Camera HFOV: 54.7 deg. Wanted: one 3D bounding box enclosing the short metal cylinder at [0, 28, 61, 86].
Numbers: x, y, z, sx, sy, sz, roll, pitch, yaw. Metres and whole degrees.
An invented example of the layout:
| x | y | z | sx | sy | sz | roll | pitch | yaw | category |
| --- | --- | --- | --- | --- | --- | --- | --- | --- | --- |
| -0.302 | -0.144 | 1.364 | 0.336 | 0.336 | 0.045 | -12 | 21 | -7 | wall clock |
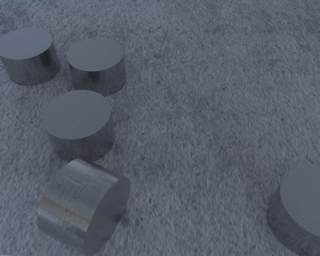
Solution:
| x | y | z | sx | sy | sz | roll | pitch | yaw | category |
| --- | --- | --- | --- | --- | --- | --- | --- | --- | --- |
| -0.201 | -0.110 | 0.477 | 0.081 | 0.050 | 0.080 | 0 | 50 | 0 | short metal cylinder |

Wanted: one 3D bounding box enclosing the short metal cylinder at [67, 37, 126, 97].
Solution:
| x | y | z | sx | sy | sz | roll | pitch | yaw | category |
| --- | --- | --- | --- | --- | --- | --- | --- | --- | --- |
| -0.092 | -0.091 | 0.462 | 0.081 | 0.050 | 0.080 | 0 | 50 | 0 | short metal cylinder |

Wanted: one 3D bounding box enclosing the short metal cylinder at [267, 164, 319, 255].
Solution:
| x | y | z | sx | sy | sz | roll | pitch | yaw | category |
| --- | --- | --- | --- | --- | --- | --- | --- | --- | --- |
| 0.157 | 0.085 | 0.318 | 0.081 | 0.050 | 0.080 | 0 | 50 | 0 | short metal cylinder |

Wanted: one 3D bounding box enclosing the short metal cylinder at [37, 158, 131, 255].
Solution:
| x | y | z | sx | sy | sz | roll | pitch | yaw | category |
| --- | --- | --- | --- | --- | --- | --- | --- | --- | --- |
| -0.071 | 0.076 | 0.303 | 0.050 | 0.080 | 0.080 | 21 | 53 | 16 | short metal cylinder |

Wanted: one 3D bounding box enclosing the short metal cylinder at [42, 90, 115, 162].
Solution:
| x | y | z | sx | sy | sz | roll | pitch | yaw | category |
| --- | --- | --- | --- | --- | --- | --- | --- | --- | --- |
| -0.099 | -0.002 | 0.388 | 0.081 | 0.050 | 0.080 | 0 | 50 | 0 | short metal cylinder |
